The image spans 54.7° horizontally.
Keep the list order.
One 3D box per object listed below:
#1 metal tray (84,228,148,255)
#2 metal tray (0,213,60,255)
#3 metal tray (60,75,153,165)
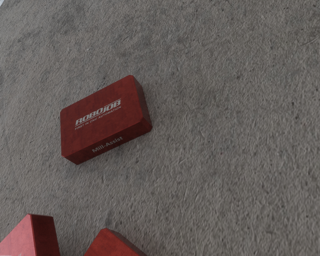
[{"bbox_3d":[-0.060,0.184,0.319,0.090,0.030,0.130,25,75,36],"label":"metal tray"},{"bbox_3d":[-0.167,0.173,0.359,0.130,0.030,0.090,-45,49,18],"label":"metal tray"},{"bbox_3d":[-0.082,-0.012,0.451,0.130,0.030,0.090,-25,53,12],"label":"metal tray"}]
